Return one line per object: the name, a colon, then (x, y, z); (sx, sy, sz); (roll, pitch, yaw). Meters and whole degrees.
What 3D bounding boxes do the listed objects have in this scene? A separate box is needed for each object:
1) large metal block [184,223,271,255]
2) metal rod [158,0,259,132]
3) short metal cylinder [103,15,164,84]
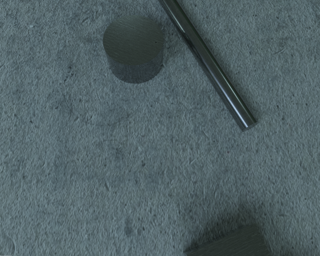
large metal block: (0.080, 0.160, 0.337); (0.080, 0.050, 0.080); (-21, 72, -8)
metal rod: (0.051, -0.126, 0.454); (0.025, 0.025, 0.299); (-26, 72, -9)
short metal cylinder: (-0.036, -0.109, 0.434); (0.081, 0.050, 0.080); (0, 70, 0)
